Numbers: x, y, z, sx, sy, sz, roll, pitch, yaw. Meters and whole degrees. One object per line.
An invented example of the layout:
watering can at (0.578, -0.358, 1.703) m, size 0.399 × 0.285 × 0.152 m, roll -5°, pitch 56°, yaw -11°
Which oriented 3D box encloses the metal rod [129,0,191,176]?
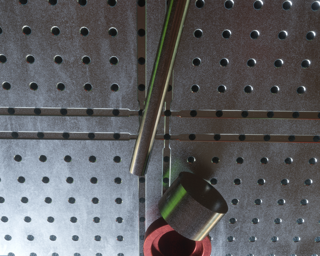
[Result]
metal rod at (0.004, -0.075, 0.385) m, size 0.025 × 0.025 × 0.298 m, roll 13°, pitch 110°, yaw -5°

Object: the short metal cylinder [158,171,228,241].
short metal cylinder at (0.045, 0.105, 0.424) m, size 0.080 × 0.080 × 0.050 m, roll 31°, pitch 107°, yaw -11°

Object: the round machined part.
round machined part at (0.025, 0.169, 0.466) m, size 0.099 × 0.042 × 0.097 m, roll 0°, pitch 112°, yaw 0°
